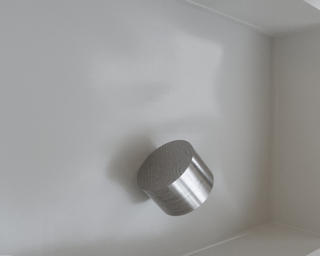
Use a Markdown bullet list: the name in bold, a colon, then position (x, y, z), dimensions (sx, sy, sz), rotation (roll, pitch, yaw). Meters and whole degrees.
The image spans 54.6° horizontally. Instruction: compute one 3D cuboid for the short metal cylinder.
- **short metal cylinder**: position (0.019, 0.061, 0.386), dimensions (0.050, 0.080, 0.080), rotation (52, 60, -27)
